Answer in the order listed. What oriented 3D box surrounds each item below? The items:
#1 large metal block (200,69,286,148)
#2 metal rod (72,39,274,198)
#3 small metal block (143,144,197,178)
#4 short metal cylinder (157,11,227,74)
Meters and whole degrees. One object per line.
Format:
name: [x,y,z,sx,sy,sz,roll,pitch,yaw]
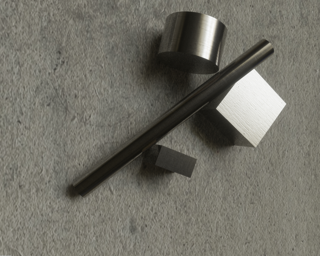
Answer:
large metal block: [0.116,-0.030,0.440,0.080,0.050,0.080,42,77,-16]
metal rod: [0.021,-0.016,0.390,0.301,0.025,0.025,-37,103,-6]
small metal block: [0.012,0.041,0.401,0.050,0.050,0.025,23,83,-19]
short metal cylinder: [0.041,-0.106,0.396,0.081,0.080,0.050,15,85,-20]
